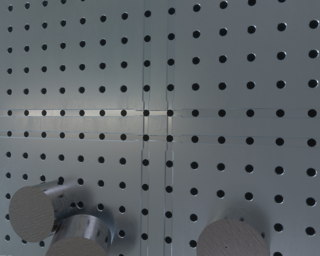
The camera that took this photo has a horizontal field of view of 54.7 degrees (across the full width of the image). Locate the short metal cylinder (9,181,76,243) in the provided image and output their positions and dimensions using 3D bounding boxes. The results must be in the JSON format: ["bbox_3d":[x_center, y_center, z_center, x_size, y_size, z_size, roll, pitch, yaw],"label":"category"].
[{"bbox_3d":[-0.174,0.122,0.461,0.080,0.050,0.080,0,90,20],"label":"short metal cylinder"}]

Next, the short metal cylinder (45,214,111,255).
[{"bbox_3d":[-0.109,0.166,0.420,0.081,0.050,0.079,-1,107,-4],"label":"short metal cylinder"}]

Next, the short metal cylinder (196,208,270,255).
[{"bbox_3d":[0.088,0.141,0.368,0.080,0.050,0.079,0,90,20],"label":"short metal cylinder"}]
